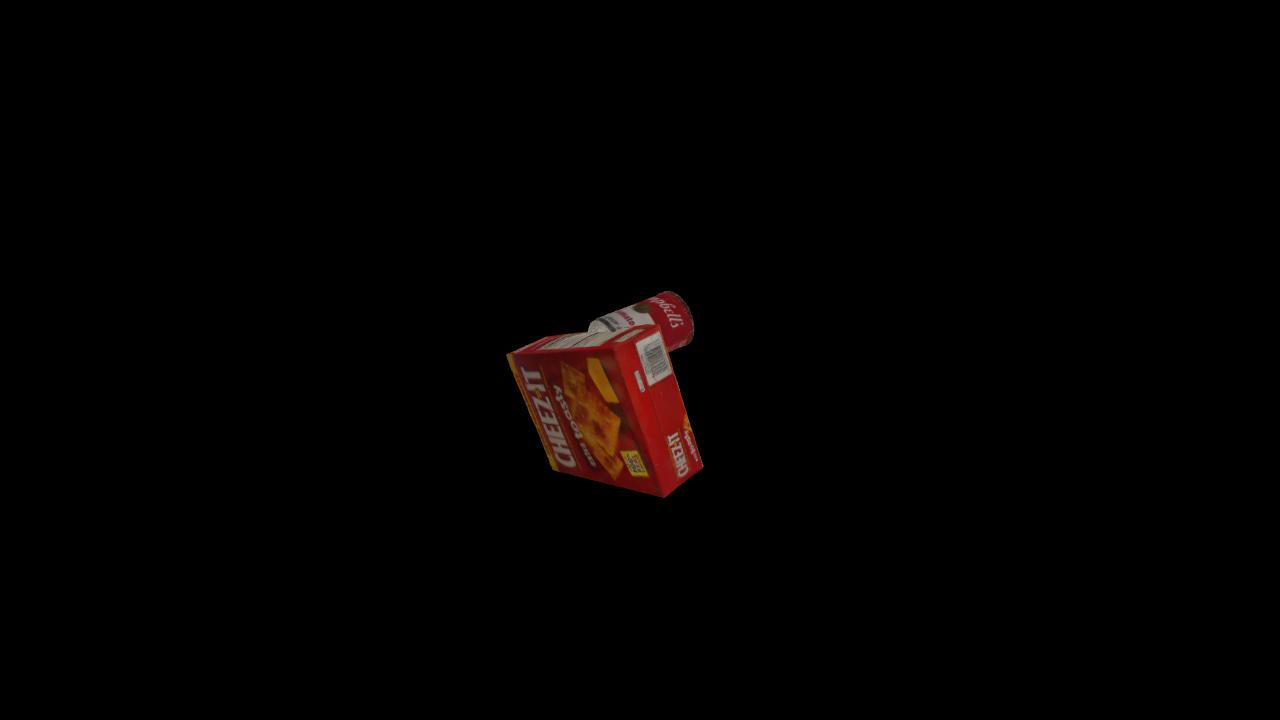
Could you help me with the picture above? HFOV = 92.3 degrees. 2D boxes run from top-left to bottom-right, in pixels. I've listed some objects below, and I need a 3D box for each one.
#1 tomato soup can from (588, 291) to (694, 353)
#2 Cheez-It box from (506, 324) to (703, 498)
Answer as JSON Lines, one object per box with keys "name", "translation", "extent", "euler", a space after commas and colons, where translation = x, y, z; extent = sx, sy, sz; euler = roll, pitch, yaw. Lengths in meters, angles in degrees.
{"name": "tomato soup can", "translation": [0.001, -0.030, 0.686], "extent": [0.101, 0.068, 0.068], "euler": [-24, 12, -29]}
{"name": "Cheez-It box", "translation": [-0.047, 0.052, 0.693], "extent": [0.071, 0.166, 0.223], "euler": [-28, 17, -36]}
